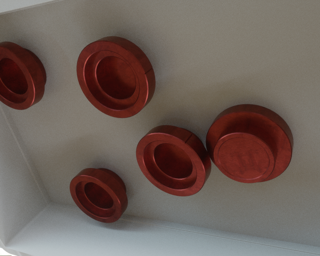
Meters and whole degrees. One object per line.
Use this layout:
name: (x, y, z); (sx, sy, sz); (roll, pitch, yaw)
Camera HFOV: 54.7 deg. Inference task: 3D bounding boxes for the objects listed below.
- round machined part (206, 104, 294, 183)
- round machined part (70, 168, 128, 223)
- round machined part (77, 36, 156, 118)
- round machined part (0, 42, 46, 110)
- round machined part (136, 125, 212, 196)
round machined part: (0.101, 0.025, 0.360); (0.098, 0.042, 0.097); (13, 124, 20)
round machined part: (-0.096, 0.105, 0.511); (0.098, 0.042, 0.097); (13, 124, 20)
round machined part: (-0.049, -0.065, 0.382); (0.098, 0.042, 0.097); (13, 124, 20)
round machined part: (-0.209, -0.079, 0.456); (0.098, 0.042, 0.097); (13, 124, 20)
round machined part: (0.021, 0.038, 0.405); (0.098, 0.042, 0.097); (17, 127, 23)
